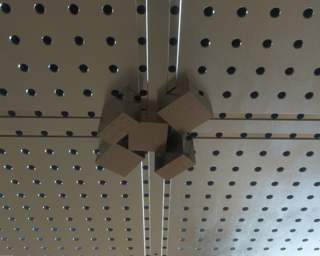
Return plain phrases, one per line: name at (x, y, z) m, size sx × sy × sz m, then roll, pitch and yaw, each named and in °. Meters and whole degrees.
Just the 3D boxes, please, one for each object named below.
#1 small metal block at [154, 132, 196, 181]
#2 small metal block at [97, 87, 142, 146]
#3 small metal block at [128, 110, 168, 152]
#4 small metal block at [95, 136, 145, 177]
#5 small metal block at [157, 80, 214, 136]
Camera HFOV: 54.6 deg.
small metal block at (0.020, 0.037, 0.426) m, size 0.050 × 0.050 × 0.025 m, roll -35°, pitch 122°, yaw 25°
small metal block at (-0.049, -0.014, 0.382) m, size 0.025 × 0.050 × 0.050 m, roll 36°, pitch 122°, yaw -27°
small metal block at (-0.016, 0.004, 0.414) m, size 0.050 × 0.025 × 0.050 m, roll 3°, pitch 129°, yaw -2°
small metal block at (-0.056, 0.038, 0.443) m, size 0.050 × 0.025 × 0.050 m, roll 30°, pitch 123°, yaw -24°
small metal block at (0.032, -0.024, 0.391) m, size 0.050 × 0.025 × 0.050 m, roll -32°, pitch 123°, yaw 25°
